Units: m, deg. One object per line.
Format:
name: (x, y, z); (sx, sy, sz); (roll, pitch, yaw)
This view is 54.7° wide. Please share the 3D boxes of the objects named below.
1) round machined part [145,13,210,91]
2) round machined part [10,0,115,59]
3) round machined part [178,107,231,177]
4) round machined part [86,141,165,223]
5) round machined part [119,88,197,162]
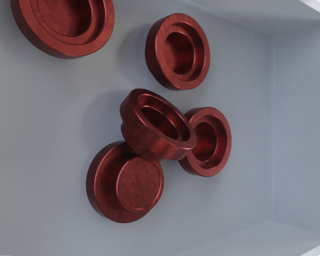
round machined part: (0.019, -0.098, 0.413); (0.099, 0.042, 0.097); (0, 90, -40)
round machined part: (-0.099, -0.119, 0.313); (0.099, 0.042, 0.097); (0, 90, -40)
round machined part: (0.056, 0.019, 0.445); (0.099, 0.042, 0.097); (0, 90, -40)
round machined part: (-0.034, 0.065, 0.369); (0.099, 0.042, 0.097); (0, 90, -40)
round machined part: (-0.007, 0.001, 0.369); (0.098, 0.042, 0.098); (33, 27, -18)
